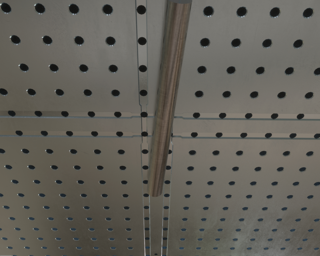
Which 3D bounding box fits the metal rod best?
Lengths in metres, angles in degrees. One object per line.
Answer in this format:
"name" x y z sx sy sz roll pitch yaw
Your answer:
"metal rod" 0.005 -0.013 0.400 0.025 0.025 0.298 4 130 -4
